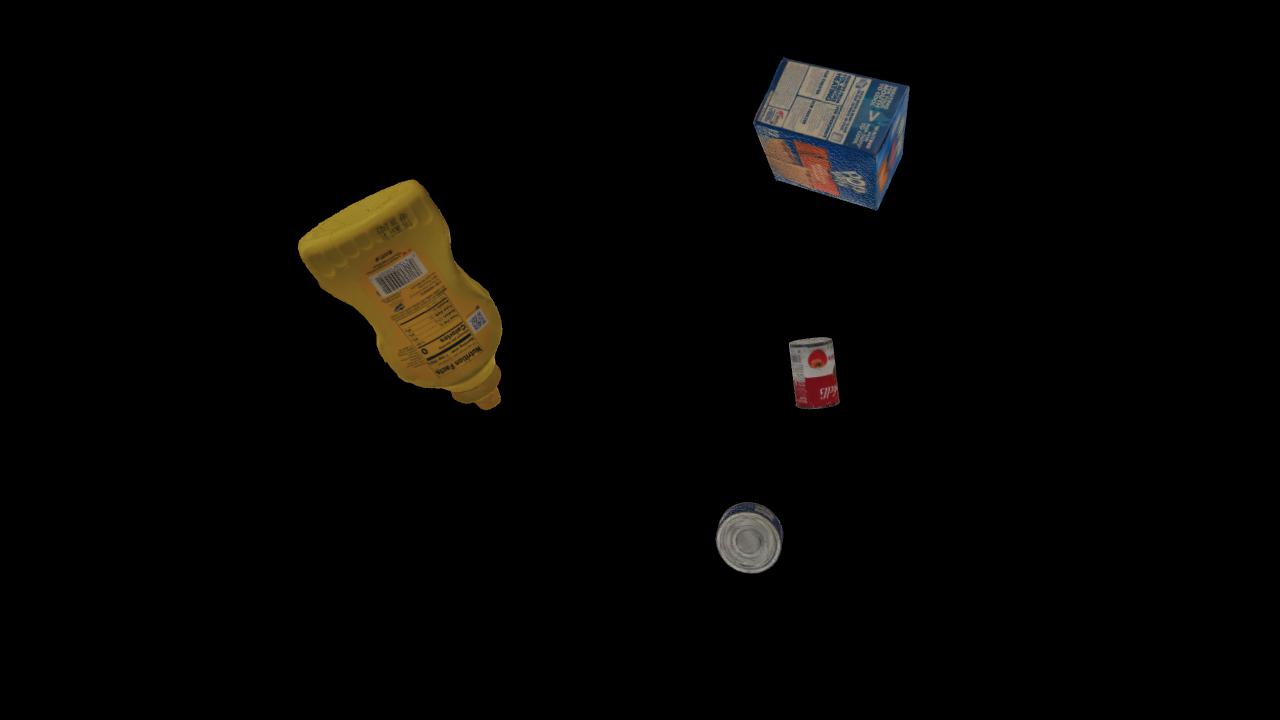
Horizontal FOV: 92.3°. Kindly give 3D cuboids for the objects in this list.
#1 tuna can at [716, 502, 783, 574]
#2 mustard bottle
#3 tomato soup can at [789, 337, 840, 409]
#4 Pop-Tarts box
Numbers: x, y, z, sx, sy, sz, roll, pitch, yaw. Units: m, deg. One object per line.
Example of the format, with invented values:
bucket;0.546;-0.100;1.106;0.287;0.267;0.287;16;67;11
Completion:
tuna can;0.139;0.227;0.783;0.084;0.084;0.034;0;6;14
mustard bottle;-0.151;-0.029;0.450;0.092;0.184;0.054;-36;40;-14
tomato soup can;0.269;0.019;0.952;0.068;0.101;0.068;-9;7;1
Pop-Tarts box;0.225;-0.256;0.717;0.141;0.083;0.167;24;3;21
